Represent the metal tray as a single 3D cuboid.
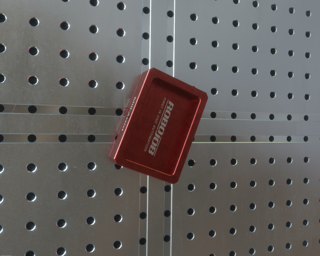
[{"bbox_3d":[0.000,-0.002,0.409,0.090,0.030,0.130,23,82,-19],"label":"metal tray"}]
